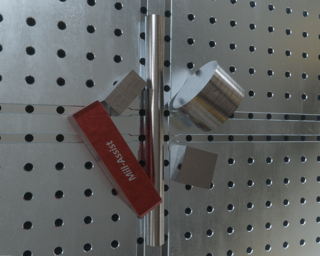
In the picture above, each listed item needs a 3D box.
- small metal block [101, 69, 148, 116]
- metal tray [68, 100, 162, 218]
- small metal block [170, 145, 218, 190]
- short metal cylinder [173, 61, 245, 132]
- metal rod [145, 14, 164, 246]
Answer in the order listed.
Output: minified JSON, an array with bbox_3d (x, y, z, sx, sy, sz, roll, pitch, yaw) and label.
[{"bbox_3d":[-0.047,-0.042,0.382,0.025,0.050,0.050,43,76,-15],"label":"small metal block"},{"bbox_3d":[-0.055,0.034,0.358,0.030,0.090,0.130,-34,102,-17],"label":"metal tray"},{"bbox_3d":[0.048,0.054,0.432,0.050,0.025,0.050,16,85,-20],"label":"small metal block"},{"bbox_3d":[0.063,-0.042,0.408,0.050,0.080,0.080,40,77,-16],"label":"short metal cylinder"},{"bbox_3d":[-0.007,0.003,0.410,0.025,0.025,0.298,0,90,-20],"label":"metal rod"}]
